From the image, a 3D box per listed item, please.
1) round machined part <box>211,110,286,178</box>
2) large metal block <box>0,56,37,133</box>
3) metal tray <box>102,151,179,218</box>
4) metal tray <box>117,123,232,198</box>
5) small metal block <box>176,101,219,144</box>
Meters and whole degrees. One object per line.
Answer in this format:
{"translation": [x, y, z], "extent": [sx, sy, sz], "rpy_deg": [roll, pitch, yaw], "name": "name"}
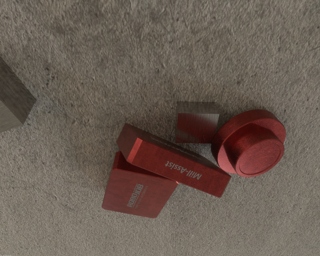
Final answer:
{"translation": [0.121, 0.027, 0.405], "extent": [0.099, 0.042, 0.097], "rpy_deg": [-11, 132, -12], "name": "round machined part"}
{"translation": [-0.208, -0.036, 0.357], "extent": [0.080, 0.050, 0.080], "rpy_deg": [-18, 128, 14], "name": "large metal block"}
{"translation": [-0.032, 0.089, 0.462], "extent": [0.091, 0.030, 0.129], "rpy_deg": [13, 140, -9], "name": "metal tray"}
{"translation": [0.015, 0.040, 0.397], "extent": [0.131, 0.090, 0.030], "rpy_deg": [24, 94, -20], "name": "metal tray"}
{"translation": [0.046, -0.007, 0.402], "extent": [0.050, 0.025, 0.050], "rpy_deg": [1, 130, -2], "name": "small metal block"}
